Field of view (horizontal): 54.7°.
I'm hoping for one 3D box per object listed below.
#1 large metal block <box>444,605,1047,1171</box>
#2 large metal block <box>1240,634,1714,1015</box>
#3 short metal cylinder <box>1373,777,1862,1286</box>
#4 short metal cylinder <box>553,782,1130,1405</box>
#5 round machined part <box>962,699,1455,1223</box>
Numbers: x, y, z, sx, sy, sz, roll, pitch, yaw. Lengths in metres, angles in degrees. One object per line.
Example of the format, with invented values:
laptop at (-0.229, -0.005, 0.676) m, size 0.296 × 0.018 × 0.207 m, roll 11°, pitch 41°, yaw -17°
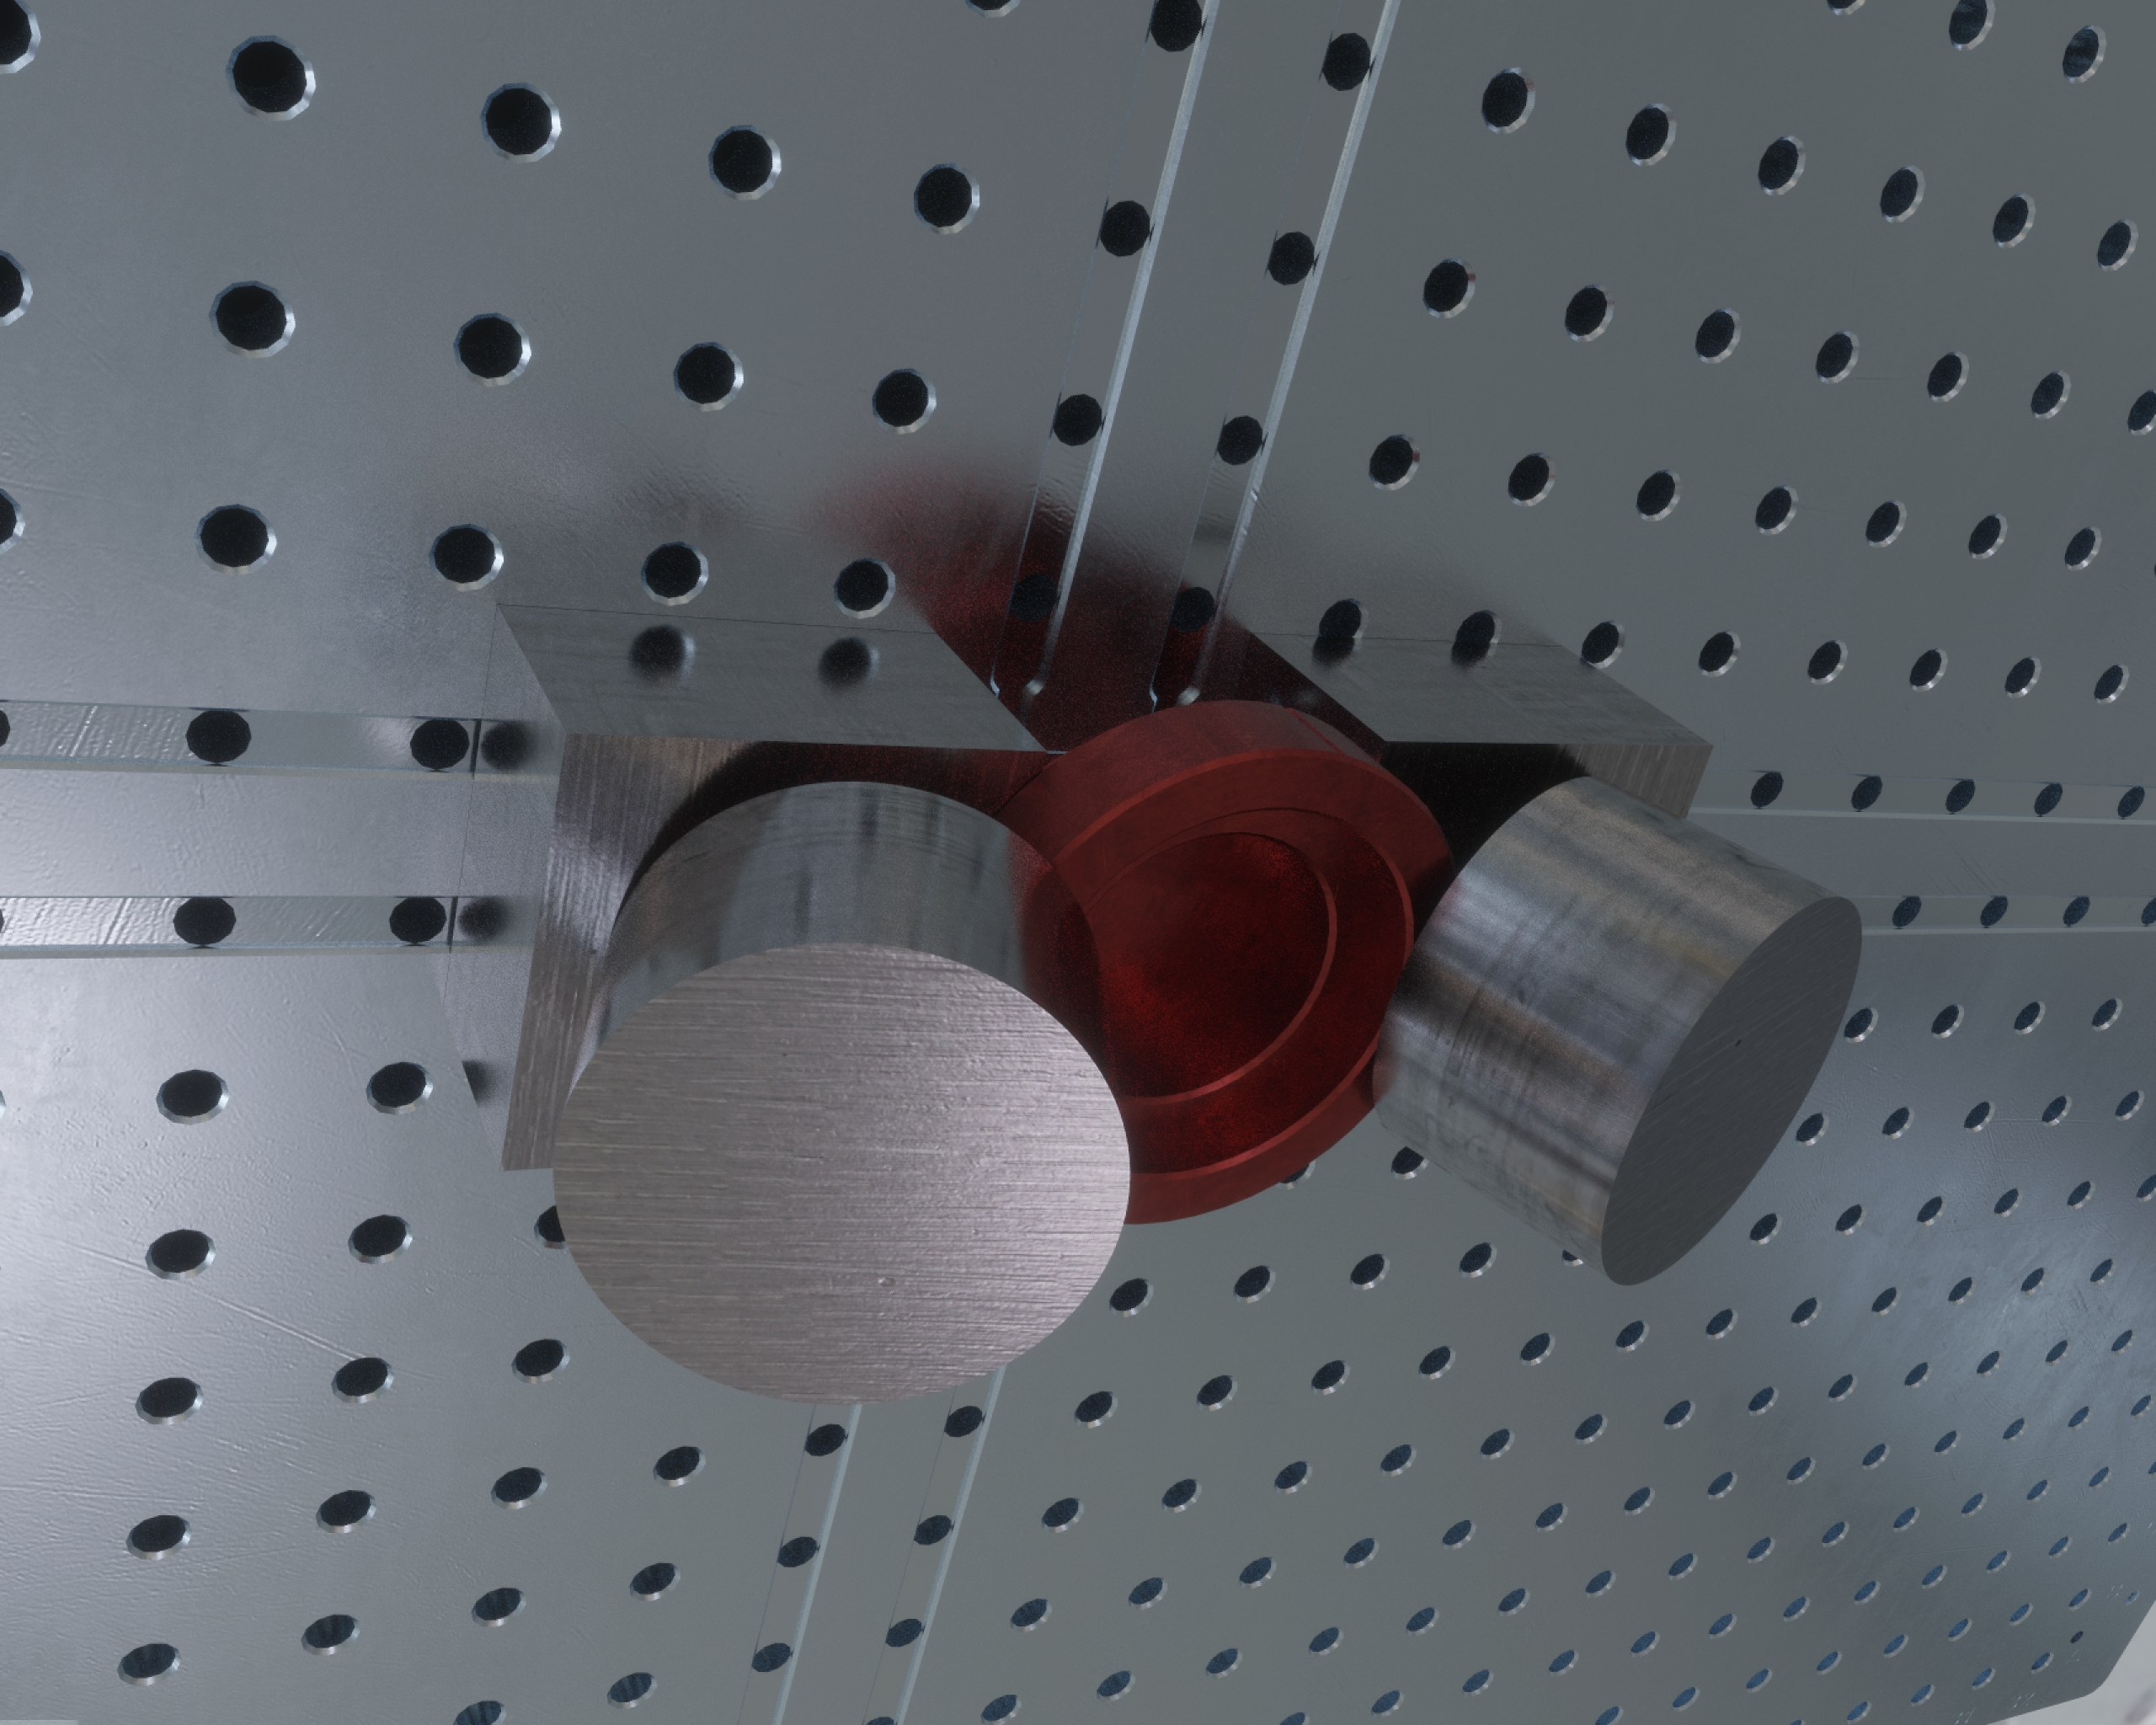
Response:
large metal block at (-0.060, 0.004, 0.364) m, size 0.081 × 0.050 × 0.079 m, roll 1°, pitch 118°, yaw -29°
large metal block at (0.073, 0.000, 0.434) m, size 0.081 × 0.050 × 0.079 m, roll -1°, pitch 119°, yaw -28°
short metal cylinder at (0.100, 0.031, 0.387) m, size 0.081 × 0.050 × 0.079 m, roll -31°, pitch 137°, yaw -33°
short metal cylinder at (-0.034, 0.034, 0.316) m, size 0.081 × 0.050 × 0.079 m, roll -2°, pitch 118°, yaw -4°
round machined part at (0.017, 0.014, 0.380) m, size 0.099 × 0.042 × 0.097 m, roll -14°, pitch 124°, yaw -21°
